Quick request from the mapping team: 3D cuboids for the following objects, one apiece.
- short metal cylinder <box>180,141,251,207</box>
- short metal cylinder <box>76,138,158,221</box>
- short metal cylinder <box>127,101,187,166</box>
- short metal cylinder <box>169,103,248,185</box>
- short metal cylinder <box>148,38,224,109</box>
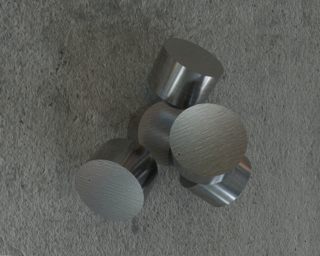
[{"bbox_3d":[0.071,0.056,0.407,0.050,0.080,0.080,37,78,-17],"label":"short metal cylinder"},{"bbox_3d":[-0.048,0.058,0.357,0.080,0.050,0.079,7,117,15],"label":"short metal cylinder"},{"bbox_3d":[0.003,0.006,0.398,0.081,0.050,0.080,0,90,-21],"label":"short metal cylinder"},{"bbox_3d":[0.052,0.019,0.345,0.080,0.050,0.080,-1,70,3],"label":"short metal cylinder"},{"bbox_3d":[0.031,-0.068,0.386,0.081,0.080,0.050,14,129,-20],"label":"short metal cylinder"}]
